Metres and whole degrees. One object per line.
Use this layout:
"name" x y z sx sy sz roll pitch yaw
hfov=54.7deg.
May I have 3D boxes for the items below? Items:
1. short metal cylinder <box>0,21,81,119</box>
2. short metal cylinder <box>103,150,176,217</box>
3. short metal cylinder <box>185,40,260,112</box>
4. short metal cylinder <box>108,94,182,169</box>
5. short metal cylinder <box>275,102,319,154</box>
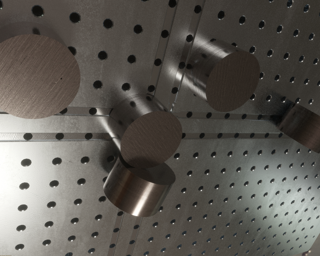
"short metal cylinder" -0.122 -0.055 0.295 0.081 0.050 0.079 -14 125 -21
"short metal cylinder" -0.027 0.070 0.406 0.081 0.080 0.050 15 111 -35
"short metal cylinder" 0.080 -0.067 0.399 0.081 0.050 0.079 -14 124 -21
"short metal cylinder" -0.019 0.004 0.388 0.081 0.050 0.079 -14 125 -21
"short metal cylinder" 0.240 -0.001 0.509 0.080 0.080 0.050 20 108 -36
